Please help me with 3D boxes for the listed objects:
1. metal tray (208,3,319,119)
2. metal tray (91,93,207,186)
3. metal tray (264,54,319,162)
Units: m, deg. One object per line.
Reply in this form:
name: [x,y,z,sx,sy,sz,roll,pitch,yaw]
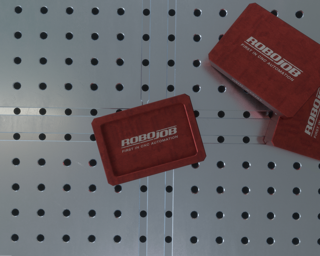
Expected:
metal tray: [0.139,-0.084,0.391,0.130,0.030,0.090,41,96,15]
metal tray: [-0.014,0.015,0.410,0.131,0.030,0.090,-16,90,0]
metal tray: [0.204,-0.027,0.412,0.090,0.030,0.129,18,90,0]
